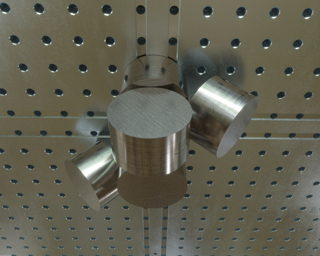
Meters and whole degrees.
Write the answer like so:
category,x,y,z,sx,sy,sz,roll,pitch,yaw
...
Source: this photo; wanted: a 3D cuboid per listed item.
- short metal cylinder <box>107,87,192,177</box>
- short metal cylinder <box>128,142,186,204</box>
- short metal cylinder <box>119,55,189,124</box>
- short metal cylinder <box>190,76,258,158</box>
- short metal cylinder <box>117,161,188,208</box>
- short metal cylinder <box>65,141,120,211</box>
category,x,y,z,sx,sy,sz,roll,pitch,yaw
short metal cylinder,-0.010,0.002,0.310,0.081,0.080,0.050,0,130,-1
short metal cylinder,-0.005,0.066,0.451,0.081,0.050,0.079,-1,131,0
short metal cylinder,-0.008,-0.037,0.363,0.081,0.050,0.079,0,131,0
short metal cylinder,0.068,-0.013,0.356,0.050,0.081,0.079,35,134,24
short metal cylinder,-0.009,0.052,0.373,0.081,0.050,0.079,0,130,0
short metal cylinder,-0.085,0.065,0.422,0.050,0.080,0.079,-33,139,-31
